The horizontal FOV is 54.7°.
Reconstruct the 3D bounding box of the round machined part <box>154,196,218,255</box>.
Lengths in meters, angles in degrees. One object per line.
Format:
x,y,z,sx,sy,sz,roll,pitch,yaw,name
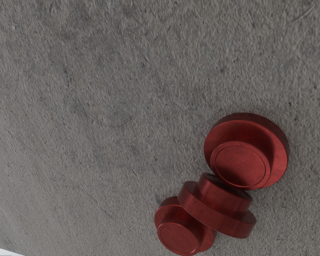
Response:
0.035,0.156,0.474,0.098,0.042,0.097,13,124,21,round machined part

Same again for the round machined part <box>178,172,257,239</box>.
0.075,0.090,0.386,0.098,0.098,0.042,27,97,11,round machined part

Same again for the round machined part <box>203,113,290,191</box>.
0.098,0.035,0.365,0.098,0.042,0.097,13,124,21,round machined part
